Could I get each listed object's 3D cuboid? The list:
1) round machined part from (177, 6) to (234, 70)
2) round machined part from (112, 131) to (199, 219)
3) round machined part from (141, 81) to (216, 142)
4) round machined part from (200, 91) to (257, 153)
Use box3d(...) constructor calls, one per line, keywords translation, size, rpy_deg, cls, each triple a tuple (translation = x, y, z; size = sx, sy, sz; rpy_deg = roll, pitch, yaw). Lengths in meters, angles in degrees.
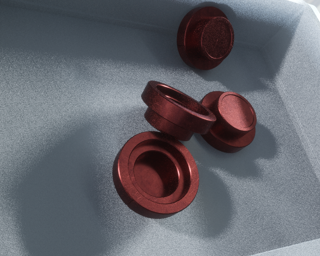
box3d(translation=(0.078, -0.140, 0.489), size=(0.099, 0.042, 0.097), rpy_deg=(-12, 113, -31), cls="round machined part")
box3d(translation=(-0.008, 0.056, 0.358), size=(0.099, 0.042, 0.098), rpy_deg=(14, 56, -21), cls="round machined part")
box3d(translation=(0.019, -0.019, 0.399), size=(0.098, 0.042, 0.098), rpy_deg=(27, 17, -9), cls="round machined part")
box3d(translation=(0.104, -0.015, 0.462), size=(0.099, 0.042, 0.098), rpy_deg=(14, 56, -21), cls="round machined part")
